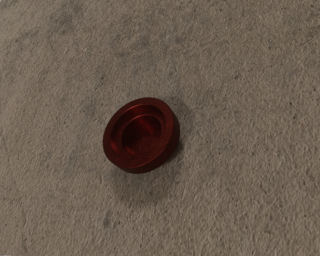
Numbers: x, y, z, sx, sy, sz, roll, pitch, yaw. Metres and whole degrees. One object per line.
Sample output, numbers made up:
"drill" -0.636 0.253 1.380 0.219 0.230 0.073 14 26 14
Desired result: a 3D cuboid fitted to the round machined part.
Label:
"round machined part" -0.020 0.013 0.394 0.098 0.042 0.098 -13 56 20
